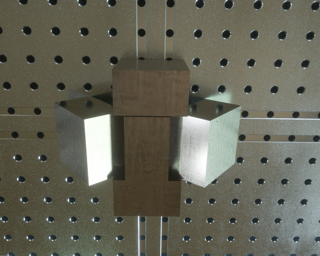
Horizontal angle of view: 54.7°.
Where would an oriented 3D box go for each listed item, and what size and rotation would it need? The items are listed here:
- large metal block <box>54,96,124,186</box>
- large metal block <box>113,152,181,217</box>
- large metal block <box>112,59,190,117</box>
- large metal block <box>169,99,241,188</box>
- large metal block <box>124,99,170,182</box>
[{"bbox_3d":[-0.086,0.012,0.380,0.050,0.080,0.079,-16,116,-37],"label":"large metal block"},{"bbox_3d":[-0.016,0.071,0.409,0.081,0.080,0.050,1,110,-1],"label":"large metal block"},{"bbox_3d":[-0.010,-0.050,0.364,0.081,0.080,0.050,1,110,-1],"label":"large metal block"},{"bbox_3d":[0.056,0.014,0.381,0.050,0.081,0.079,15,114,34],"label":"large metal block"},{"bbox_3d":[-0.015,0.011,0.387,0.050,0.080,0.079,1,110,-1],"label":"large metal block"}]
